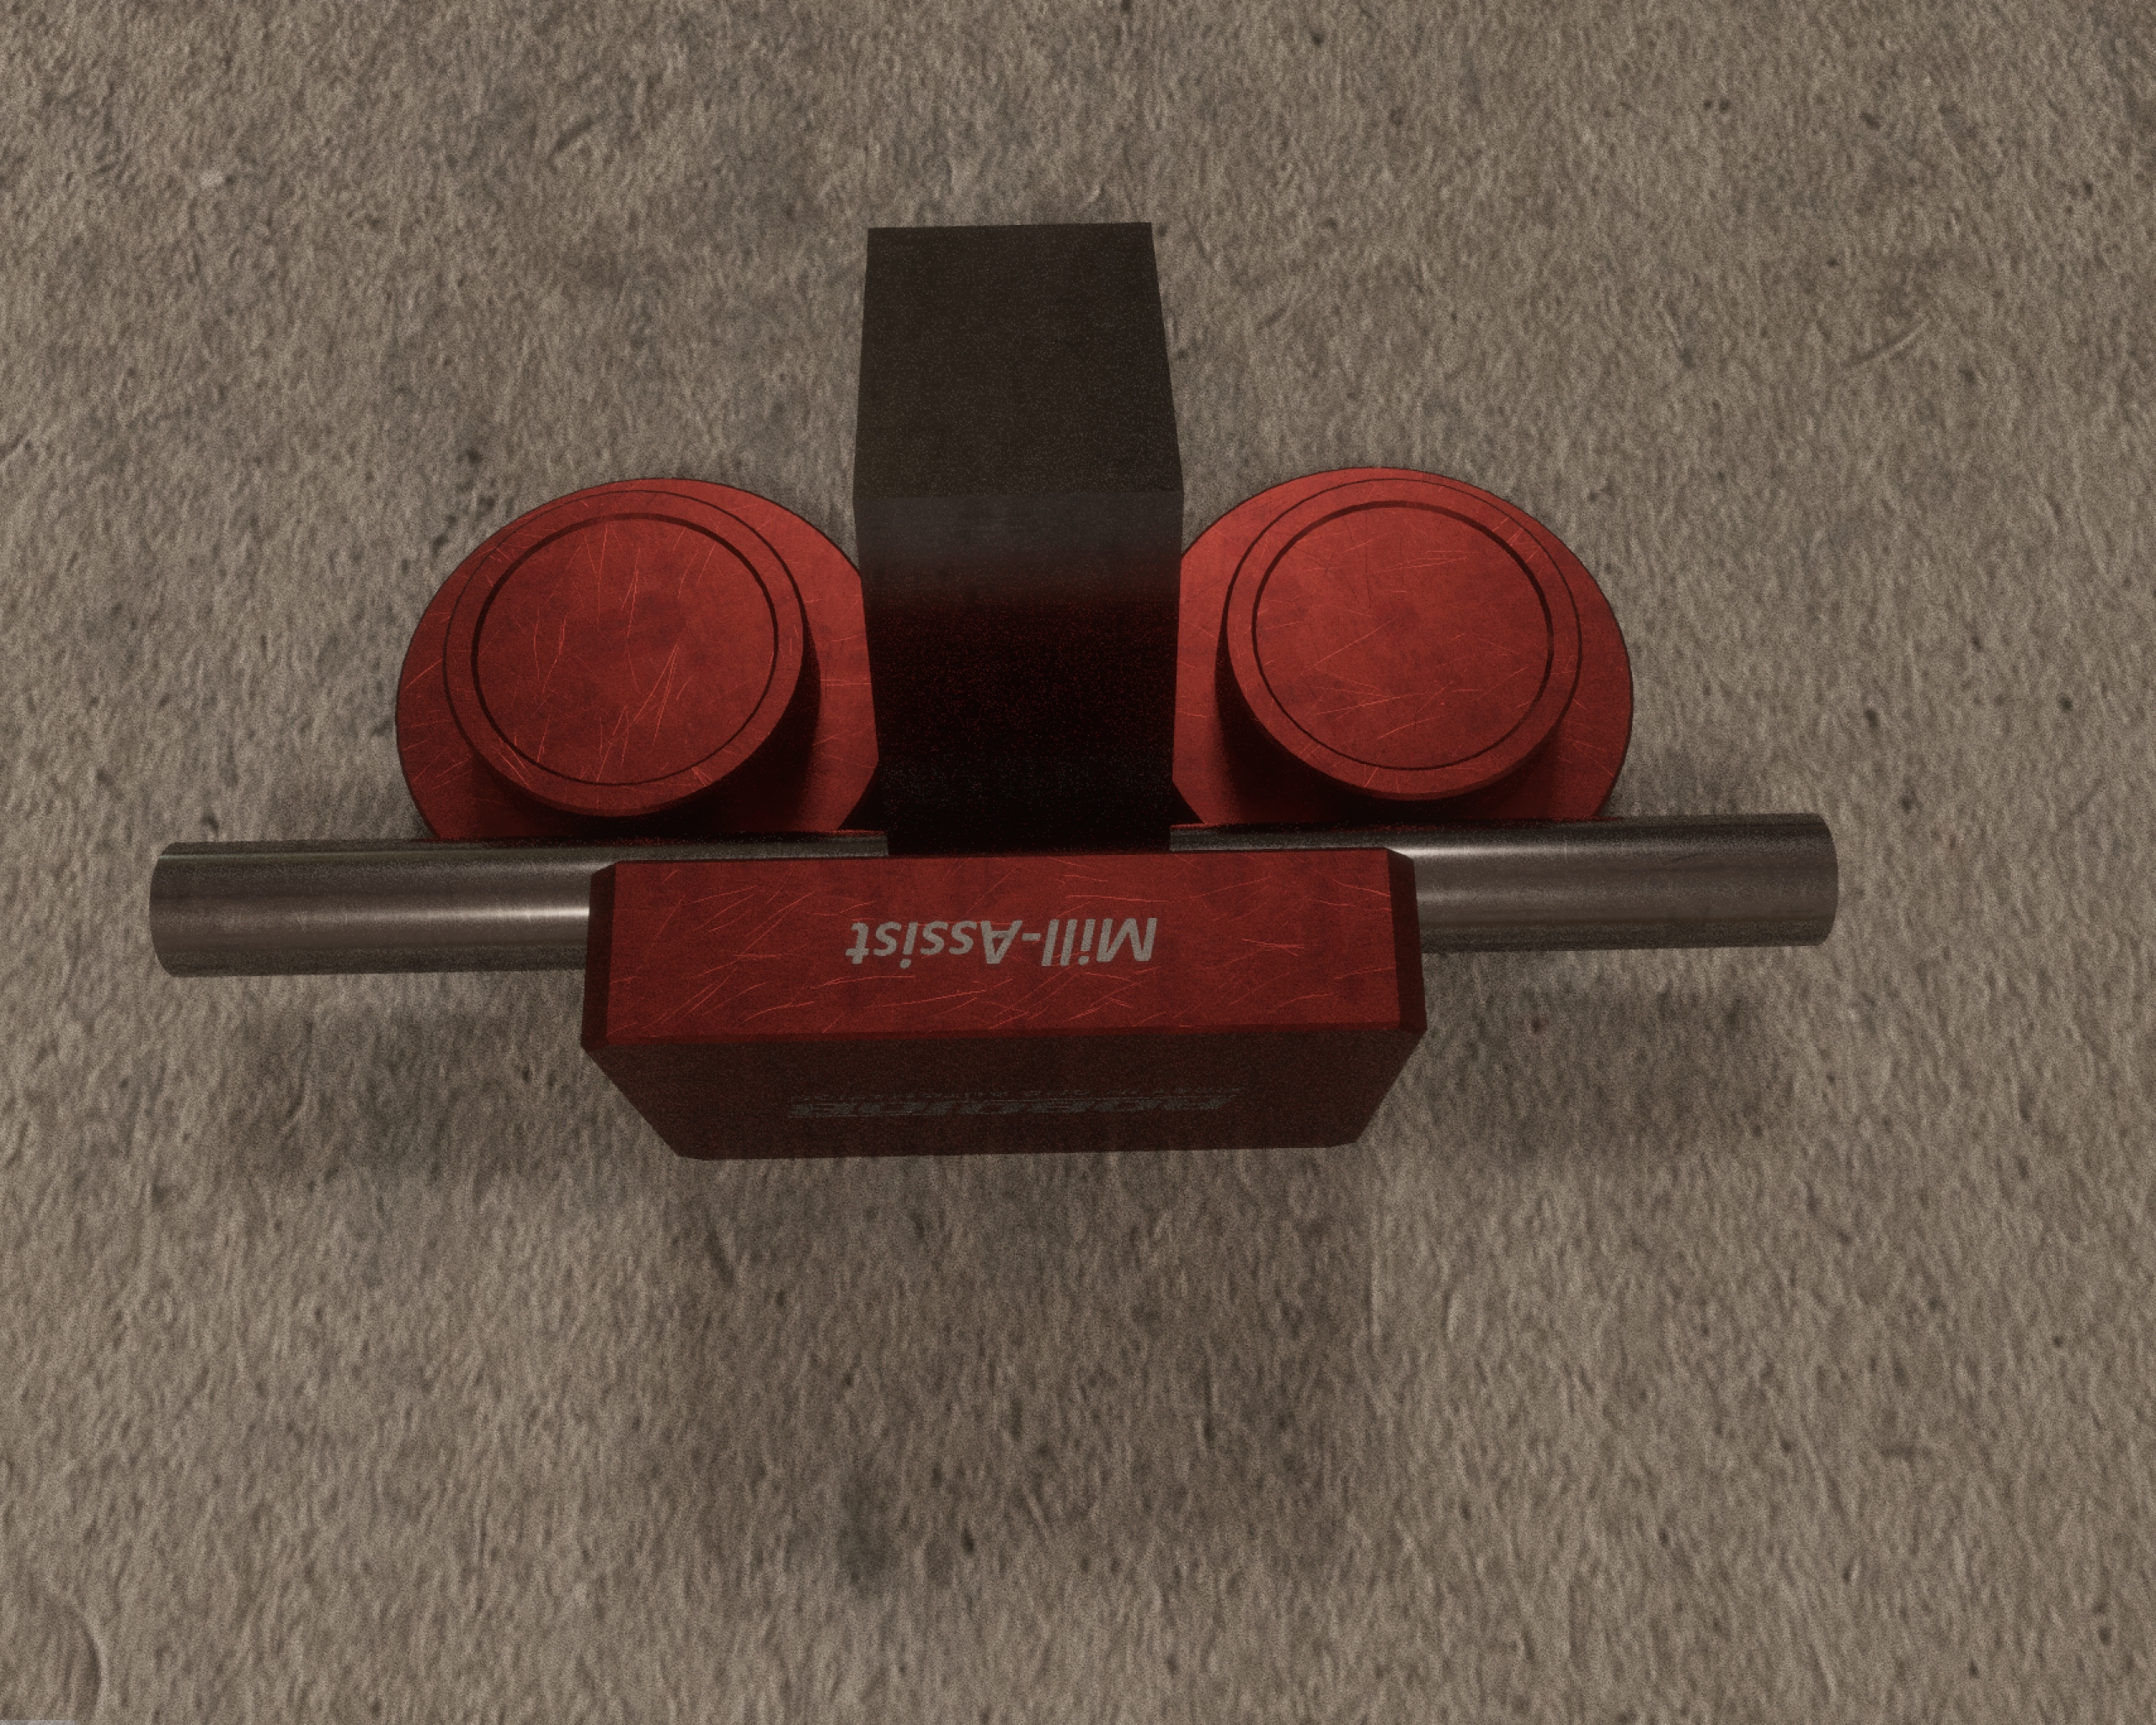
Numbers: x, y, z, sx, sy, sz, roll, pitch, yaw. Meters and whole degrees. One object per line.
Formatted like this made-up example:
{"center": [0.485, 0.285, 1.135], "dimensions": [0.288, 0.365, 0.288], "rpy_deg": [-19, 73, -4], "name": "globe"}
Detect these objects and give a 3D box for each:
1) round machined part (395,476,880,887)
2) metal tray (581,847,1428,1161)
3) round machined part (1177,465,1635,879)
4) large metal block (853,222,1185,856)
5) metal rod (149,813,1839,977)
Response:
{"center": [-0.085, -0.034, 0.410], "dimensions": [0.099, 0.042, 0.098], "rpy_deg": [0, 70, -1], "name": "round machined part"}
{"center": [-0.012, 0.027, 0.364], "dimensions": [0.131, 0.090, 0.030], "rpy_deg": [-1, 70, -1], "name": "metal tray"}
{"center": [0.061, -0.037, 0.414], "dimensions": [0.099, 0.042, 0.098], "rpy_deg": [0, 70, -1], "name": "round machined part"}
{"center": [-0.010, -0.057, 0.373], "dimensions": [0.050, 0.080, 0.080], "rpy_deg": [-2, 47, -2], "name": "large metal block"}
{"center": [-0.014, 0.006, 0.385], "dimensions": [0.302, 0.025, 0.025], "rpy_deg": [-1, 70, -1], "name": "metal rod"}
